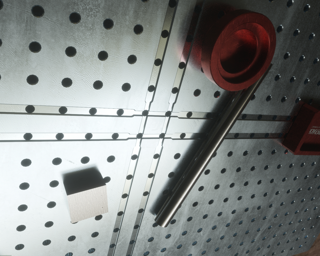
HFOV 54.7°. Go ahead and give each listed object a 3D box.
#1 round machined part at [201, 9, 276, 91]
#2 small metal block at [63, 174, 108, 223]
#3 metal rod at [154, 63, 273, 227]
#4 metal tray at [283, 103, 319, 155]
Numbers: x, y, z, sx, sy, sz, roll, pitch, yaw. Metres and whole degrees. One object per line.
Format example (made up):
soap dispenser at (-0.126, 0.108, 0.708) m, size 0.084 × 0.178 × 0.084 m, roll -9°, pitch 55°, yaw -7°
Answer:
round machined part at (0.094, -0.099, 0.392) m, size 0.099 × 0.042 × 0.097 m, roll -14°, pitch 125°, yaw -21°
small metal block at (-0.099, 0.095, 0.417) m, size 0.050 × 0.025 × 0.050 m, roll -12°, pitch 124°, yaw -22°
metal rod at (0.075, 0.030, 0.472) m, size 0.025 × 0.025 × 0.298 m, roll 20°, pitch 108°, yaw -36°
metal tray at (0.300, 0.006, 0.579) m, size 0.131 × 0.030 × 0.089 m, roll 4°, pitch 117°, yaw -31°
